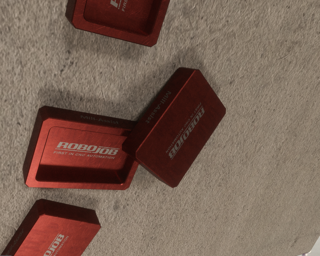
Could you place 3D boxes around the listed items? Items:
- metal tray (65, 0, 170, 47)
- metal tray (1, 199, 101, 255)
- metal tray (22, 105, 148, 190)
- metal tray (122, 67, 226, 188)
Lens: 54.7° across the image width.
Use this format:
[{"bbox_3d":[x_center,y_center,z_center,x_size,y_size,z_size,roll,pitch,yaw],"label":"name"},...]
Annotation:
[{"bbox_3d":[-0.030,-0.152,0.294,0.091,0.030,0.129,6,116,-31],"label":"metal tray"},{"bbox_3d":[-0.153,0.163,0.422,0.090,0.030,0.129,27,104,-38],"label":"metal tray"},{"bbox_3d":[-0.086,0.029,0.375,0.131,0.030,0.089,10,114,-33],"label":"metal tray"},{"bbox_3d":[0.023,0.000,0.392,0.130,0.030,0.090,-55,131,-13],"label":"metal tray"}]
